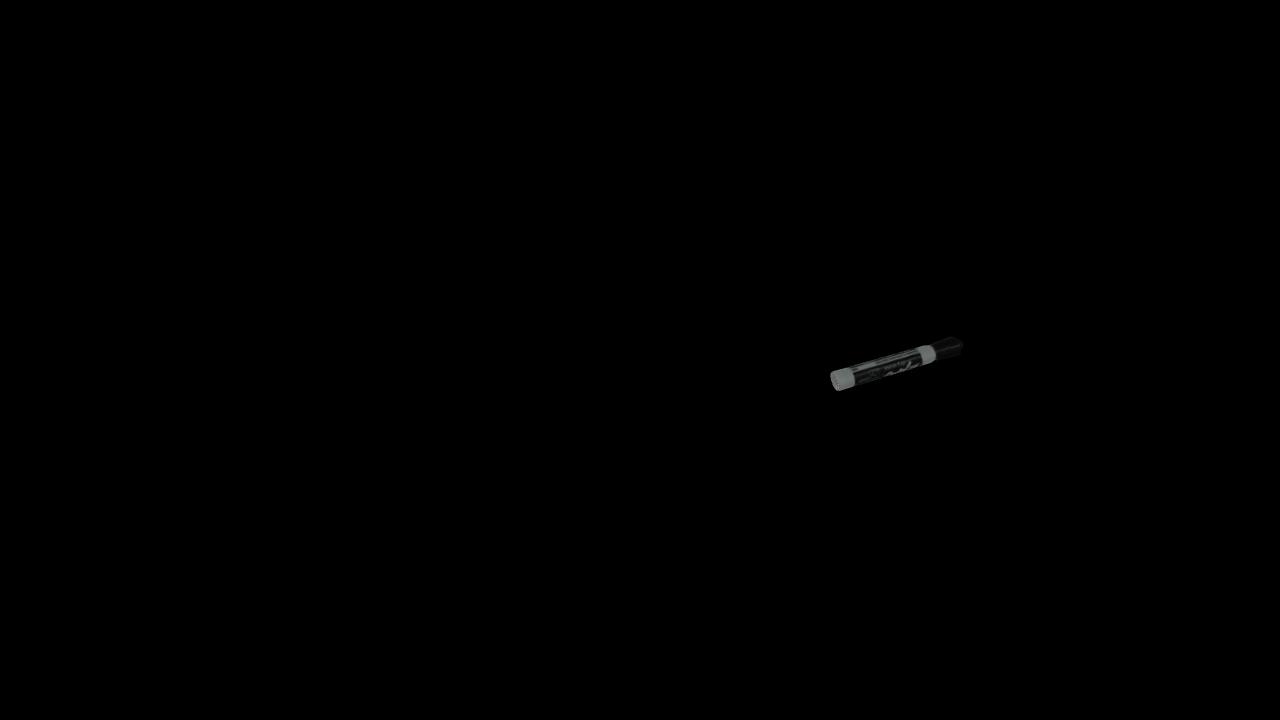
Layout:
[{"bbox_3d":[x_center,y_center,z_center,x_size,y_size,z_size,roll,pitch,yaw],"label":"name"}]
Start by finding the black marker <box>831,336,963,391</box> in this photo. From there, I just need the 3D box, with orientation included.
[{"bbox_3d":[0.234,0.003,0.558,0.121,0.020,0.020,-16,0,-2],"label":"black marker"}]
